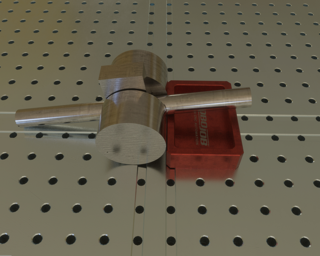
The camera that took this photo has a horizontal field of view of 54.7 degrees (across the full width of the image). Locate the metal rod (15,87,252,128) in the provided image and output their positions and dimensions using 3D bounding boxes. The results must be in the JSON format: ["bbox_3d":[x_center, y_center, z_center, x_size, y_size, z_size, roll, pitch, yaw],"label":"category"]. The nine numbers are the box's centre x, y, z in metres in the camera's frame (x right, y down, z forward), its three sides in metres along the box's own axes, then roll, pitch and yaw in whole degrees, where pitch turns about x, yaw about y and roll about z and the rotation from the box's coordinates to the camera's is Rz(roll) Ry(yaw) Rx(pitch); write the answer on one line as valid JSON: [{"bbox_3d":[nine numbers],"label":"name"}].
[{"bbox_3d":[-0.039,-0.025,0.398,0.301,0.025,0.025,-5,50,7],"label":"metal rod"}]

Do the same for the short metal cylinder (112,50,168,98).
[{"bbox_3d":[-0.030,-0.058,0.418,0.081,0.080,0.050,1,50,0],"label":"short metal cylinder"}]

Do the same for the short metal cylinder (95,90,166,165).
[{"bbox_3d":[-0.033,0.001,0.370,0.080,0.080,0.050,1,50,1],"label":"short metal cylinder"}]

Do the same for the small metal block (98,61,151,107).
[{"bbox_3d":[-0.040,-0.049,0.371,0.050,0.050,0.025,-5,50,7],"label":"small metal block"}]

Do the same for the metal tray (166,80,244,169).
[{"bbox_3d":[0.054,-0.009,0.412,0.091,0.030,0.130,1,50,1],"label":"metal tray"}]
